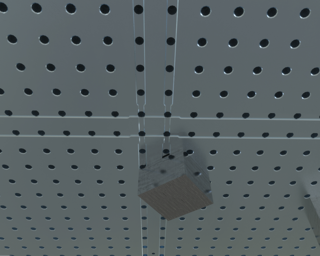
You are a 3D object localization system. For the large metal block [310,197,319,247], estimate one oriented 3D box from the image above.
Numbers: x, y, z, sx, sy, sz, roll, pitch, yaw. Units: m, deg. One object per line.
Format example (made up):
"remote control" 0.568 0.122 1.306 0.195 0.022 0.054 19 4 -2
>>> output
"large metal block" 0.310 0.158 0.535 0.080 0.050 0.080 -13 129 10

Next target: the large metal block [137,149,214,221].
"large metal block" 0.023 0.088 0.471 0.080 0.050 0.080 -28 125 21
